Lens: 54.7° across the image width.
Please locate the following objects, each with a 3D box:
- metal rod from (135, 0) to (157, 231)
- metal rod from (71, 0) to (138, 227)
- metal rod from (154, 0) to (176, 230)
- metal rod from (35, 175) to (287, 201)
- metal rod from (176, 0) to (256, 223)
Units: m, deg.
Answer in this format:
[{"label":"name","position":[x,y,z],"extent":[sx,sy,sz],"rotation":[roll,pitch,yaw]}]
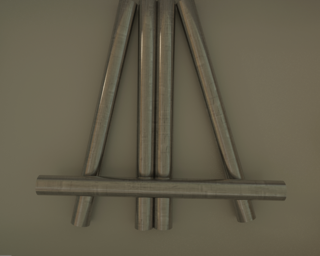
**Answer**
[{"label":"metal rod","position":[-0.018,-0.017,0.410],"extent":[0.025,0.025,0.298],"rotation":[1,90,0]},{"label":"metal rod","position":[-0.073,-0.020,0.410],"extent":[0.025,0.025,0.298],"rotation":[12,90,0]},{"label":"metal rod","position":[0.006,-0.018,0.410],"extent":[0.025,0.025,0.298],"rotation":[1,90,0]},{"label":"metal rod","position":[0.002,0.074,0.384],"extent":[0.302,0.025,0.025],"rotation":[1,90,0]},{"label":"metal rod","position":[0.074,-0.023,0.411],"extent":[0.025,0.025,0.298],"rotation":[-16,90,0]}]
